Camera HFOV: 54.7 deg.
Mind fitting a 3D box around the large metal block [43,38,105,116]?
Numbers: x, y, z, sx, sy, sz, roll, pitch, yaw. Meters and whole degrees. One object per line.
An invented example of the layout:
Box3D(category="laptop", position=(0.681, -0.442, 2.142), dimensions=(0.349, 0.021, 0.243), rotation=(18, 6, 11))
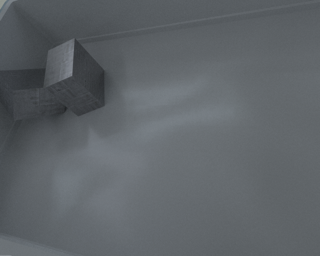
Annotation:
Box3D(category="large metal block", position=(-0.131, -0.078, 0.488), dimensions=(0.050, 0.080, 0.080), rotation=(-20, 54, 17))

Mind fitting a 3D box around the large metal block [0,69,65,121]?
Box3D(category="large metal block", position=(-0.212, -0.059, 0.510), dimensions=(0.080, 0.081, 0.050), rotation=(37, 126, 38))
